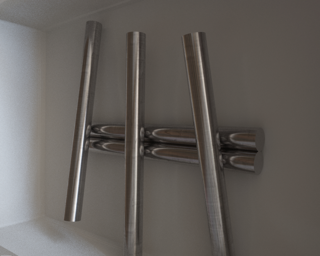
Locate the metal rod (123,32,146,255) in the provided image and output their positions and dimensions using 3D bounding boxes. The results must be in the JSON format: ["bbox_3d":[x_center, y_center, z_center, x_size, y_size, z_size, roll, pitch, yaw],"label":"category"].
[{"bbox_3d":[-0.033,0.029,0.398,0.025,0.025,0.298,2,91,39],"label":"metal rod"}]

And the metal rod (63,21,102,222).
[{"bbox_3d":[-0.115,-0.015,0.466,0.025,0.025,0.298,-1,81,39],"label":"metal rod"}]

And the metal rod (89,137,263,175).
[{"bbox_3d":[-0.014,0.031,0.415,0.300,0.025,0.025,3,92,39],"label":"metal rod"}]

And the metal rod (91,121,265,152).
[{"bbox_3d":[-0.013,0.006,0.414,0.300,0.025,0.025,3,92,39],"label":"metal rod"}]

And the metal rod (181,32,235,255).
[{"bbox_3d":[0.056,0.052,0.328,0.025,0.025,0.298,-5,95,39],"label":"metal rod"}]
